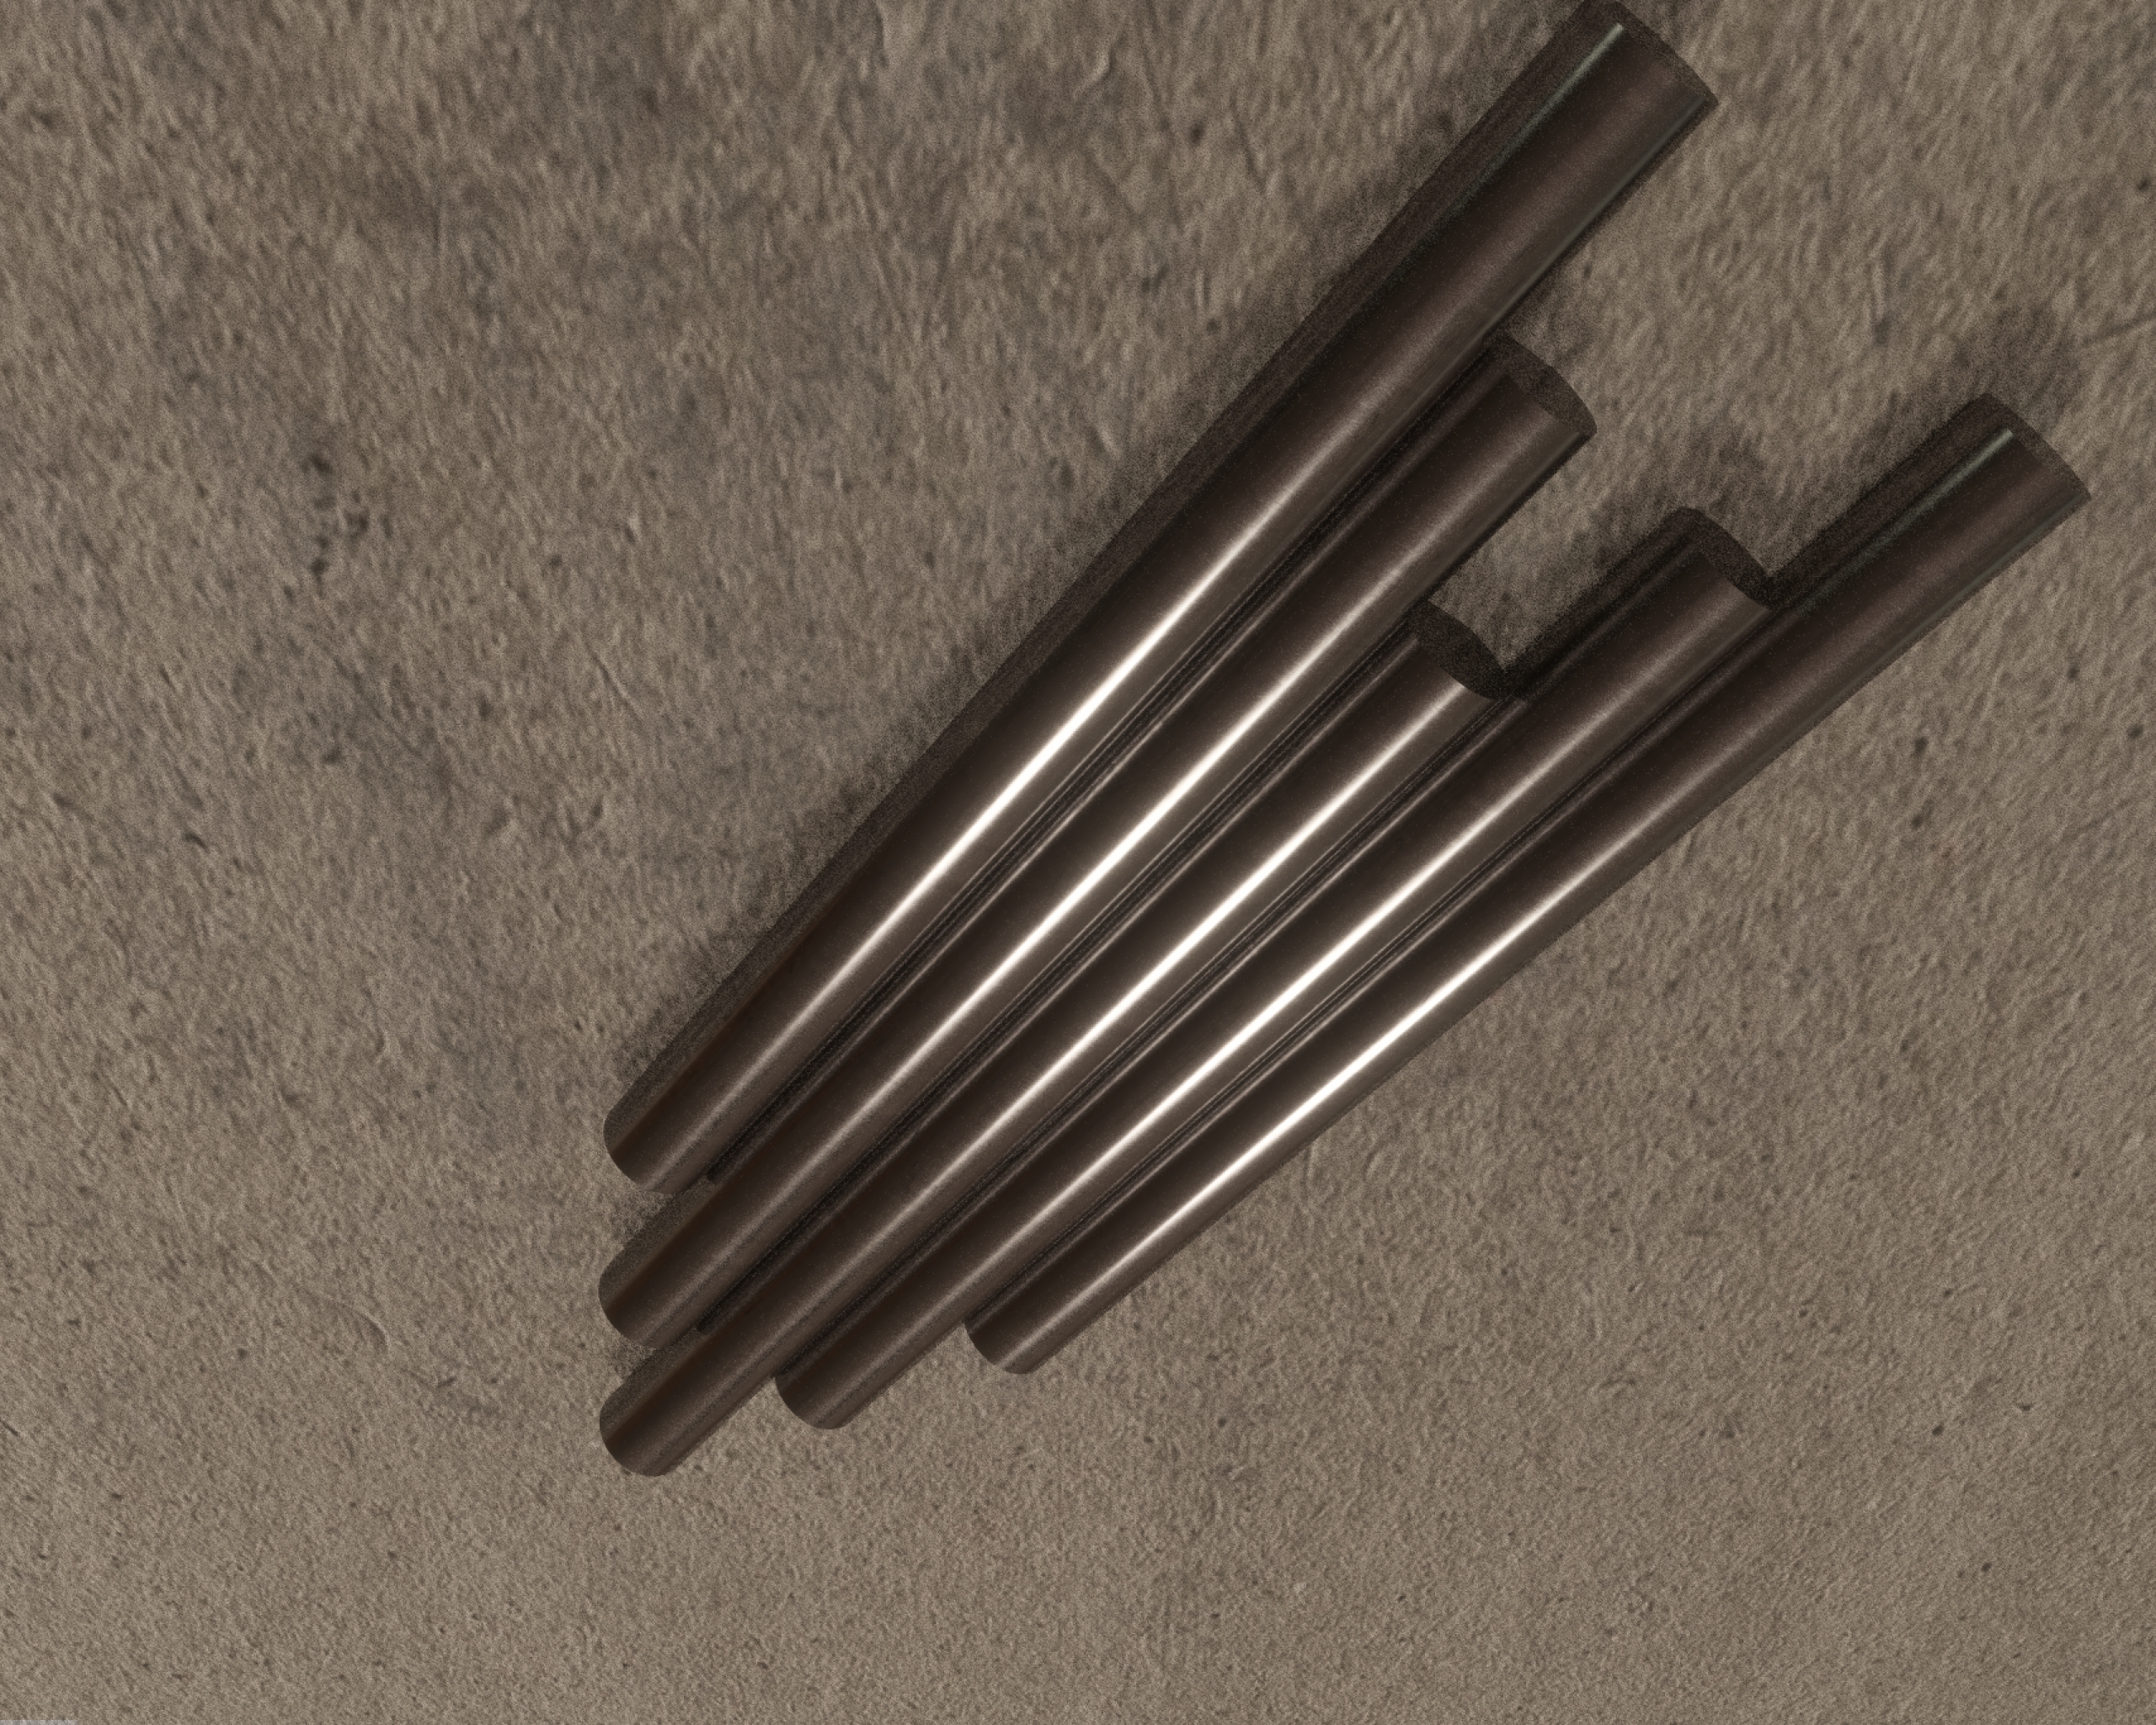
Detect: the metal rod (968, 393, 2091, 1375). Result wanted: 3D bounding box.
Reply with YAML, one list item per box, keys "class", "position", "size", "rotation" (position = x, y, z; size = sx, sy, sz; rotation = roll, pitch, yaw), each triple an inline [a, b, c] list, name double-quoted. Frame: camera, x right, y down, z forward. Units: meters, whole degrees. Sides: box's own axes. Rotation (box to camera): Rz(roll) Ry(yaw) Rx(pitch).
- class: "metal rod"
  position: [0.072, 0.021, 0.427]
  size: [0.025, 0.025, 0.299]
  rotation: [29, 124, -23]

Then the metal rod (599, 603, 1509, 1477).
- class: "metal rod"
  position: [-0.021, 0.053, 0.454]
  size: [0.025, 0.025, 0.299]
  rotation: [29, 124, -23]

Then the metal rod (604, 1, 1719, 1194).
- class: "metal rod"
  position: [-0.004, -0.029, 0.384]
  size: [0.025, 0.025, 0.299]
  rotation: [29, 124, -23]

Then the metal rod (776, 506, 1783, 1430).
- class: "metal rod"
  position: [0.025, 0.038, 0.441]
  size: [0.025, 0.025, 0.299]
  rotation: [29, 124, -23]

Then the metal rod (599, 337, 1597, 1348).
- class: "metal rod"
  position: [-0.013, 0.013, 0.419]
  size: [0.025, 0.025, 0.299]
  rotation: [29, 124, -23]
